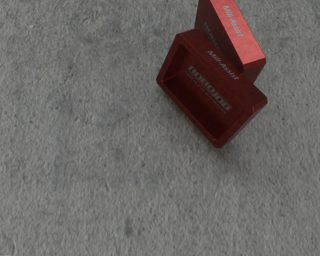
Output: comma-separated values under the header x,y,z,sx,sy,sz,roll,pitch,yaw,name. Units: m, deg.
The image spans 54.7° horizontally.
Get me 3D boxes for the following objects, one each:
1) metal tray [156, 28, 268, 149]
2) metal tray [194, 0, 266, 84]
x,y,z,sx,sy,sz,roll,pitch,yaw,name
0.058,-0.048,0.389,0.030,0.089,0.130,-30,72,-35,metal tray
0.088,-0.115,0.416,0.030,0.090,0.130,-19,71,-7,metal tray
